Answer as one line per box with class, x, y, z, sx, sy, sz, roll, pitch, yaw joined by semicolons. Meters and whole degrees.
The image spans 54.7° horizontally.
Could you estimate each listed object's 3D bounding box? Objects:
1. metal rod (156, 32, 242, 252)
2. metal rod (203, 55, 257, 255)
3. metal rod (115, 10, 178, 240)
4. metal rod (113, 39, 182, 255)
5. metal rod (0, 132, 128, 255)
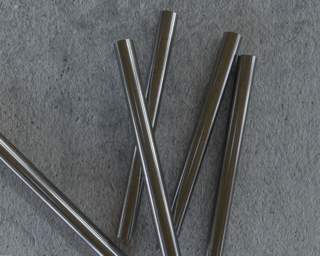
metal rod;0.051;0.020;0.410;0.025;0.025;0.298;18;90;0
metal rod;0.090;0.053;0.410;0.025;0.025;0.298;10;90;0
metal rod;-0.017;-0.004;0.409;0.025;0.025;0.298;11;90;0
metal rod;-0.013;0.040;0.383;0.025;0.025;0.298;-13;90;0
metal rod;-0.151;0.082;0.408;0.300;0.025;0.025;44;90;0
